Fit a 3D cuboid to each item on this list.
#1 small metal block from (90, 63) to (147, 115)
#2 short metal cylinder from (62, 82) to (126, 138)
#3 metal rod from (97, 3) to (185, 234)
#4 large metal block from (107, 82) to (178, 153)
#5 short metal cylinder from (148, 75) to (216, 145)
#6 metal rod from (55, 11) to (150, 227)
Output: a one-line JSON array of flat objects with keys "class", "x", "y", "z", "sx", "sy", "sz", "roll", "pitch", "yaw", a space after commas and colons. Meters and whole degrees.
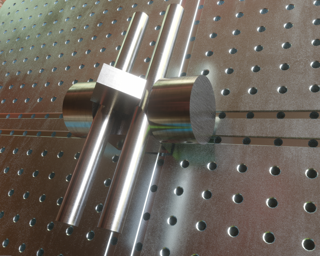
[{"class": "small metal block", "x": -0.049, "y": -0.043, "z": 0.359, "sx": 0.050, "sy": 0.050, "sz": 0.025, "roll": 137, "pitch": 151, "yaw": -62}, {"class": "short metal cylinder", "x": -0.086, "y": -0.024, "z": 0.429, "sx": 0.050, "sy": 0.080, "sz": 0.080, "roll": 2, "pitch": 63, "yaw": 29}, {"class": "metal rod", "x": -0.014, "y": -0.031, "z": 0.366, "sx": 0.025, "sy": 0.025, "sz": 0.300, "roll": 1, "pitch": 62, "yaw": 28}, {"class": "large metal block", "x": -0.023, "y": -0.015, "z": 0.409, "sx": 0.080, "sy": 0.050, "sz": 0.080, "roll": 1, "pitch": 62, "yaw": 28}, {"class": "short metal cylinder", "x": 0.028, "y": -0.021, "z": 0.365, "sx": 0.050, "sy": 0.080, "sz": 0.080, "roll": 0, "pitch": 62, "yaw": 29}, {"class": "metal rod", "x": -0.063, "y": -0.029, "z": 0.391, "sx": 0.025, "sy": 0.025, "sz": 0.300, "roll": 1, "pitch": 62, "yaw": 28}]
